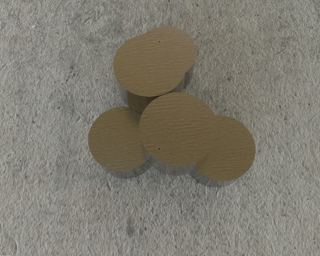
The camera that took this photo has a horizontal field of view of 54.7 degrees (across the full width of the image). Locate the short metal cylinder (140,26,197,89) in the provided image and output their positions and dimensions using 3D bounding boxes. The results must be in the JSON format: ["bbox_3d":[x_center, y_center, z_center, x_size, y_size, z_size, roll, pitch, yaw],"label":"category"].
[{"bbox_3d":[0.008,-0.092,0.430,0.081,0.050,0.080,0,70,0],"label":"short metal cylinder"}]

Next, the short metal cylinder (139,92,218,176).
[{"bbox_3d":[0.019,0.008,0.339,0.081,0.050,0.080,0,70,-1],"label":"short metal cylinder"}]

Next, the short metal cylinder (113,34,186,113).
[{"bbox_3d":[-0.011,-0.062,0.365,0.080,0.050,0.080,0,70,0],"label":"short metal cylinder"}]

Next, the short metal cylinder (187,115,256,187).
[{"bbox_3d":[0.071,0.030,0.385,0.081,0.050,0.080,0,70,0],"label":"short metal cylinder"}]

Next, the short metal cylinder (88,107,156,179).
[{"bbox_3d":[-0.044,0.020,0.388,0.081,0.050,0.080,0,70,0],"label":"short metal cylinder"}]
